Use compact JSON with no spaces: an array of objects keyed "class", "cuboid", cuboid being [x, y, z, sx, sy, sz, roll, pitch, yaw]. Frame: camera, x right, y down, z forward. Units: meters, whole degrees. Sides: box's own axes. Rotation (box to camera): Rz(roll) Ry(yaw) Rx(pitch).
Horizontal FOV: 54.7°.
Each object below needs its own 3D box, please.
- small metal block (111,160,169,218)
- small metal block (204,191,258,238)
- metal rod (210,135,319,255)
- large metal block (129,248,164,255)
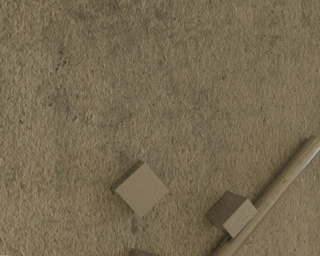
[{"class":"small metal block","cuboid":[-0.026,0.078,0.400,0.050,0.025,0.050,-42,104,-15]},{"class":"small metal block","cuboid":[0.098,0.119,0.432,0.050,0.050,0.025,-41,103,-15]},{"class":"metal rod","cuboid":[0.151,0.122,0.465,0.301,0.025,0.025,-44,104,-15]},{"class":"large metal block","cuboid":[-0.016,0.204,0.375,0.050,0.080,0.080,23,83,-19]}]
